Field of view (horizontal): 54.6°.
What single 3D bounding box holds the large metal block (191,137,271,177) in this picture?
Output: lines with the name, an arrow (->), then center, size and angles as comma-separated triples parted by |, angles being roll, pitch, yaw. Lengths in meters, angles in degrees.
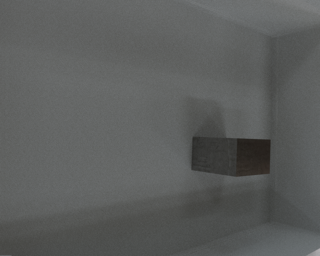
large metal block -> 0.104, 0.040, 0.457 | 0.081, 0.080, 0.050 | 3, 88, -40
